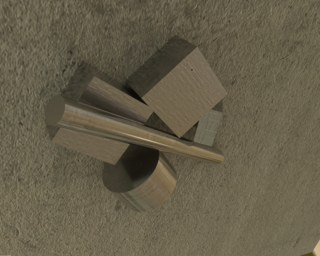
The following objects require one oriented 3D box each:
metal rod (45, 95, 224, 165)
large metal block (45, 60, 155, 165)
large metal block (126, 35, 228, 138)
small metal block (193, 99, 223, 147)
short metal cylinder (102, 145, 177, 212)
[{"bbox_3d":[0.002,0.015,0.366,0.301,0.025,0.025,19,109,-53],"label":"metal rod"},{"bbox_3d":[-0.068,-0.015,0.346,0.080,0.050,0.080,28,103,-38],"label":"large metal block"},{"bbox_3d":[0.021,-0.048,0.371,0.080,0.050,0.080,-43,130,1],"label":"large metal block"},{"bbox_3d":[0.065,-0.011,0.418,0.025,0.050,0.050,15,116,4],"label":"small metal block"},{"bbox_3d":[-0.025,0.059,0.395,0.080,0.080,0.050,-38,130,-3],"label":"short metal cylinder"}]
